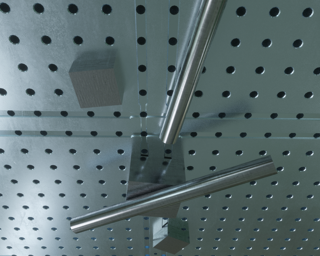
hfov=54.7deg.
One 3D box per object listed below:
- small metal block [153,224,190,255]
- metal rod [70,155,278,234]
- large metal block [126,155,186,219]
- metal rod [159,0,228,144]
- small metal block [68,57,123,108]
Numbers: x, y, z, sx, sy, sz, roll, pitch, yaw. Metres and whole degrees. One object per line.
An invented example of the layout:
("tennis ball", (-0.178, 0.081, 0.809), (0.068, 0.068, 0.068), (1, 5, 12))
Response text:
("small metal block", (0.021, 0.214, 0.594), (0.050, 0.025, 0.050), (27, 125, -21))
("metal rod", (0.007, 0.096, 0.427), (0.300, 0.025, 0.025), (-21, 127, 16))
("large metal block", (-0.009, 0.091, 0.472), (0.081, 0.050, 0.079), (7, 130, -6))
("metal rod", (0.045, -0.097, 0.329), (0.025, 0.025, 0.298), (10, 130, -9))
("small metal block", (-0.073, -0.053, 0.366), (0.050, 0.025, 0.050), (-5, 130, 4))
